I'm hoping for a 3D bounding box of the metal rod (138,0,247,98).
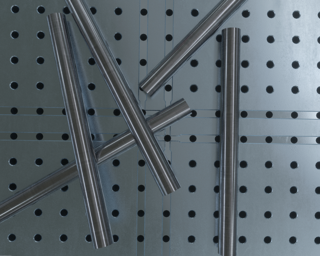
[{"bbox_3d":[0.084,-0.156,0.414,0.025,0.025,0.300,44,90,-1],"label":"metal rod"}]

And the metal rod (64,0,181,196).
[{"bbox_3d":[-0.054,-0.055,0.394,0.025,0.025,0.299,-27,83,0],"label":"metal rod"}]

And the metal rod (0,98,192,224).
[{"bbox_3d":[-0.094,0.045,0.412,0.301,0.025,0.025,-30,90,-1],"label":"metal rod"}]

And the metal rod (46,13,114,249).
[{"bbox_3d":[-0.103,-0.003,0.392,0.025,0.025,0.298,-14,82,0],"label":"metal rod"}]

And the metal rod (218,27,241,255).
[{"bbox_3d":[0.093,0.018,0.414,0.025,0.025,0.298,1,90,-1],"label":"metal rod"}]
